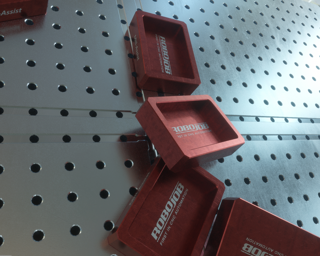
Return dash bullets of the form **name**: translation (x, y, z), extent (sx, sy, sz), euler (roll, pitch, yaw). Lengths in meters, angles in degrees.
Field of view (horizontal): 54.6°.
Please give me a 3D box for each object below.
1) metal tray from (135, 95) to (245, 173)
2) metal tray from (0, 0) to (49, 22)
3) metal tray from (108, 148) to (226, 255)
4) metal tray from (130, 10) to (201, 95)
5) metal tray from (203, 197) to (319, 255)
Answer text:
- **metal tray**: translation (0.043, 0.001, 0.400), extent (0.131, 0.030, 0.090), euler (-9, 57, -46)
- **metal tray**: translation (-0.222, -0.179, 0.393), extent (0.131, 0.030, 0.090), euler (-29, 78, -37)
- **metal tray**: translation (0.014, 0.094, 0.353), extent (0.090, 0.030, 0.130), euler (36, 51, -4)
- **metal tray**: translation (0.006, -0.116, 0.478), extent (0.091, 0.030, 0.130), euler (5, 59, -26)
- **metal tray**: translation (0.121, 0.148, 0.361), extent (0.131, 0.030, 0.090), euler (27, 71, -11)
